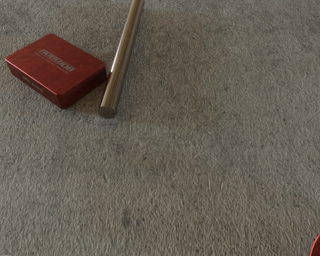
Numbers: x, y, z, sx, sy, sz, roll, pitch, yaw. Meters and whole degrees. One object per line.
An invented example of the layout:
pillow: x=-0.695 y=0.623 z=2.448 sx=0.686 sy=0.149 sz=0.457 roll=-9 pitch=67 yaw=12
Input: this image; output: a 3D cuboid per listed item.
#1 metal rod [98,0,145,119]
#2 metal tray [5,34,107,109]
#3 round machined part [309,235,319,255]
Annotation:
metal rod: x=-0.057 y=-0.135 z=0.516 sx=0.025 sy=0.025 sz=0.300 roll=4 pitch=50 yaw=4
metal tray: x=-0.158 y=-0.091 z=0.476 sx=0.130 sy=0.030 sz=0.090 roll=32 pitch=57 yaw=24
round machined part: x=0.183 y=0.132 z=0.270 sx=0.098 sy=0.042 sz=0.098 roll=-9 pitch=57 yaw=15
